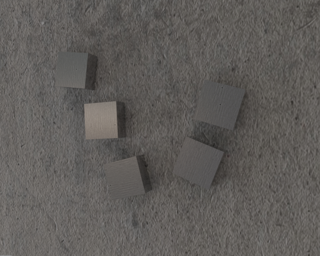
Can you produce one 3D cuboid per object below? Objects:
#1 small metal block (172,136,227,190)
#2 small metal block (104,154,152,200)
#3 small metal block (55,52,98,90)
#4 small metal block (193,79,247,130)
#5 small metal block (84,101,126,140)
[{"bbox_3d":[0.050,0.043,0.391,0.050,0.025,0.050,23,98,18],"label":"small metal block"},{"bbox_3d":[-0.044,0.067,0.424,0.050,0.025,0.050,-16,85,19],"label":"small metal block"},{"bbox_3d":[-0.122,-0.083,0.452,0.050,0.025,0.050,7,92,19],"label":"small metal block"},{"bbox_3d":[0.074,-0.028,0.383,0.050,0.025,0.050,18,96,19],"label":"small metal block"},{"bbox_3d":[-0.077,-0.010,0.436,0.050,0.025,0.050,-3,89,20],"label":"small metal block"}]
